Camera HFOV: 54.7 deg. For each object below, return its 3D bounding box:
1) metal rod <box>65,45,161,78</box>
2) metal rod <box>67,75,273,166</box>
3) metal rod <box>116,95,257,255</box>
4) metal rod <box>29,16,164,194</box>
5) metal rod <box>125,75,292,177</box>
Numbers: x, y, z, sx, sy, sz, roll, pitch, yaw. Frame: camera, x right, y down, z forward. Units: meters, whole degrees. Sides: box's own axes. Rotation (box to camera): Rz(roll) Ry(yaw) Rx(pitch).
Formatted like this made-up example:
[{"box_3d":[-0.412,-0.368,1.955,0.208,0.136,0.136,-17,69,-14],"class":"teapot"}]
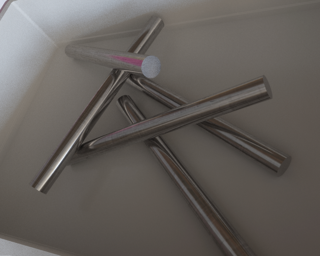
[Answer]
[{"box_3d":[-0.088,-0.107,0.464,0.025,0.025,0.300,-52,35,-8],"class":"metal rod"},{"box_3d":[-0.017,0.002,0.378,0.300,0.025,0.025,-19,54,30],"class":"metal rod"},{"box_3d":[0.020,0.052,0.362,0.025,0.025,0.300,-40,51,1],"class":"metal rod"},{"box_3d":[-0.079,-0.044,0.437,0.025,0.025,0.300,19,68,35],"class":"metal rod"},{"box_3d":[0.029,-0.028,0.407,0.300,0.025,0.025,35,81,38],"class":"metal rod"}]
